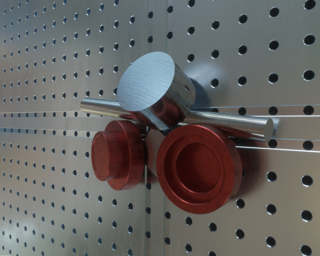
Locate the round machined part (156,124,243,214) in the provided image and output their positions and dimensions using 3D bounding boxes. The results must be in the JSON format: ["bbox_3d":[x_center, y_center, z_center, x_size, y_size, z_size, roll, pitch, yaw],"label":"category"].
[{"bbox_3d":[0.047,0.044,0.352,0.098,0.042,0.097,2,94,37],"label":"round machined part"}]

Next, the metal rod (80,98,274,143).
[{"bbox_3d":[-0.004,-0.017,0.408,0.300,0.025,0.025,10,96,39],"label":"metal rod"}]

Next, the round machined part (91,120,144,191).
[{"bbox_3d":[-0.064,0.038,0.429,0.098,0.042,0.097,3,93,58],"label":"round machined part"}]

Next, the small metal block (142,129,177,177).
[{"bbox_3d":[0.003,0.031,0.402,0.050,0.025,0.050,44,116,31],"label":"small metal block"}]

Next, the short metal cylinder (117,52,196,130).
[{"bbox_3d":[-0.004,-0.044,0.373,0.080,0.050,0.080,-17,55,27],"label":"short metal cylinder"}]
